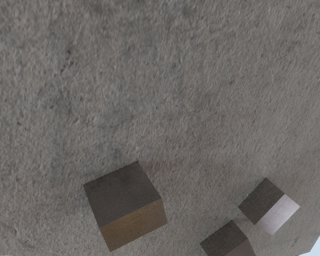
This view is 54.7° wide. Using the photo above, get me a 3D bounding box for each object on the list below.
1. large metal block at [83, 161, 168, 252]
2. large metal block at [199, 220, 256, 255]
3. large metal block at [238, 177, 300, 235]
[{"bbox_3d":[-0.047,0.100,0.409,0.081,0.080,0.050,-23,127,-15],"label":"large metal block"},{"bbox_3d":[0.137,0.244,0.619,0.080,0.050,0.080,-34,129,-6],"label":"large metal block"},{"bbox_3d":[0.214,0.155,0.607,0.080,0.050,0.080,-49,129,6],"label":"large metal block"}]
